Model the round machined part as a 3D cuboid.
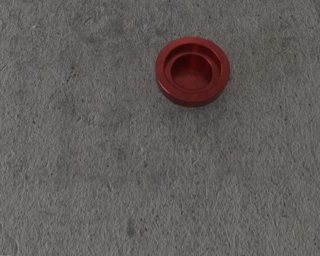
[{"bbox_3d":[0.043,-0.072,0.426,0.099,0.042,0.098,0,70,0],"label":"round machined part"}]
